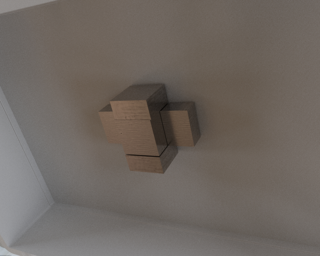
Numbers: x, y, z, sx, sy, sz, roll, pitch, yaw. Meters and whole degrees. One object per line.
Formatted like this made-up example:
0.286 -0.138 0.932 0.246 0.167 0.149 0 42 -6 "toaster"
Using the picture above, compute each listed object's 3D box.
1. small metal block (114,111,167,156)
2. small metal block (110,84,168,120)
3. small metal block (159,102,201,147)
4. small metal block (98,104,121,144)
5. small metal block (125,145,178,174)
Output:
-0.023 0.006 0.389 0.050 0.025 0.050 1 119 27 "small metal block"
-0.025 -0.033 0.382 0.050 0.050 0.025 1 119 27 "small metal block"
0.020 -0.005 0.393 0.050 0.025 0.050 1 119 27 "small metal block"
-0.051 -0.006 0.429 0.050 0.025 0.050 1 119 28 "small metal block"
-0.010 0.035 0.415 0.050 0.050 0.025 1 119 27 "small metal block"
